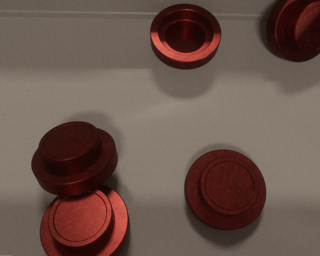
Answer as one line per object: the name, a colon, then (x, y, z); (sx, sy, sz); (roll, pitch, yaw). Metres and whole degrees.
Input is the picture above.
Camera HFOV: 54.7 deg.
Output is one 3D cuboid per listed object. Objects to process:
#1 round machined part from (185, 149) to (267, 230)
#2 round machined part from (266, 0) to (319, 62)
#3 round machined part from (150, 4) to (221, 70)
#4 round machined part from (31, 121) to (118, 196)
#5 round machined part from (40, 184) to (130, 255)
round machined part: (0.080, 0.072, 0.375); (0.099, 0.042, 0.098); (0, 70, -1)
round machined part: (0.201, -0.139, 0.425); (0.099, 0.042, 0.097); (-6, 114, -14)
round machined part: (0.036, -0.126, 0.447); (0.099, 0.042, 0.098); (0, 70, -1)
round machined part: (-0.102, 0.028, 0.366); (0.099, 0.042, 0.098); (-4, 39, 3)
round machined part: (-0.085, 0.105, 0.347); (0.099, 0.042, 0.098); (0, 53, 1)
